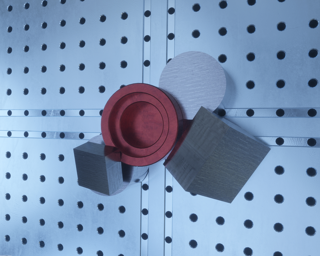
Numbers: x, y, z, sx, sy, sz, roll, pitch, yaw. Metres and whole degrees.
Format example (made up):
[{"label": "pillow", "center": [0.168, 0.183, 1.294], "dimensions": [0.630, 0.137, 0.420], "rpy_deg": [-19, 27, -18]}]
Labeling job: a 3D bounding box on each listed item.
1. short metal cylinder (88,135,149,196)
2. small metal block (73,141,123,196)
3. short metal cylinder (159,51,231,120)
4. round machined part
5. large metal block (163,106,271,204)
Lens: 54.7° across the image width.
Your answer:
[{"label": "short metal cylinder", "center": [-0.061, 0.047, 0.420], "dimensions": [0.080, 0.050, 0.079], "rpy_deg": [0, 90, 20]}, {"label": "small metal block", "center": [-0.074, 0.048, 0.372], "dimensions": [0.050, 0.025, 0.050], "rpy_deg": [9, 113, 31]}, {"label": "short metal cylinder", "center": [0.045, -0.050, 0.383], "dimensions": [0.080, 0.050, 0.079], "rpy_deg": [0, 90, 20]}, {"label": "round machined part", "center": [-0.019, -0.004, 0.379], "dimensions": [0.098, 0.042, 0.097], "rpy_deg": [0, 90, 20]}, {"label": "large metal block", "center": [0.065, 0.033, 0.353], "dimensions": [0.080, 0.080, 0.050], "rpy_deg": [-57, 39, 11]}]
